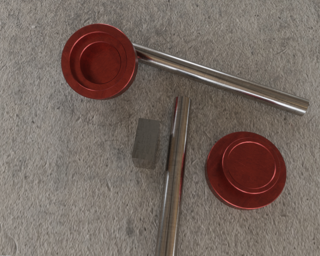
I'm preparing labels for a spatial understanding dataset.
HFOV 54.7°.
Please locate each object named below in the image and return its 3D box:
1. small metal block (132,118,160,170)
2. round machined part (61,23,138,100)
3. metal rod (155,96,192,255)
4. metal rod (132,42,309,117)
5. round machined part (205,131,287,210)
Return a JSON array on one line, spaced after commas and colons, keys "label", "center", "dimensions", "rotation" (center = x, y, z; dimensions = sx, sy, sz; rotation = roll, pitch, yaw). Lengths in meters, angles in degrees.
[{"label": "small metal block", "center": [-0.017, 0.021, 0.387], "dimensions": [0.025, 0.050, 0.050], "rotation": [8, 70, 3]}, {"label": "round machined part", "center": [-0.078, -0.086, 0.419], "dimensions": [0.099, 0.042, 0.097], "rotation": [0, 91, 6]}, {"label": "metal rod", "center": [0.013, 0.102, 0.371], "dimensions": [0.025, 0.025, 0.299], "rotation": [7, 70, 2]}, {"label": "metal rod", "center": [0.055, -0.077, 0.436], "dimensions": [0.301, 0.025, 0.025], "rotation": [20, 71, 7]}, {"label": "round machined part", "center": [0.107, 0.050, 0.382], "dimensions": [0.099, 0.042, 0.098], "rotation": [0, 70, 0]}]
